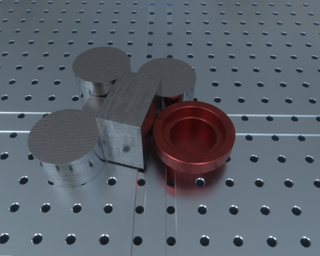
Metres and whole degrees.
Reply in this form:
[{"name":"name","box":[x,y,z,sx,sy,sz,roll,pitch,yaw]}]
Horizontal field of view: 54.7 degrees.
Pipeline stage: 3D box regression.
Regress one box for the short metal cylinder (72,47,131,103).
[{"name":"short metal cylinder","box":[-0.082,-0.074,0.453,0.080,0.050,0.080,0,50,0]}]

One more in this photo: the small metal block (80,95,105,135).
[{"name":"small metal block","box":[-0.079,-0.014,0.418,0.050,0.025,0.050,12,51,9]}]

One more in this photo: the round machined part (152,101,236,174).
[{"name":"round machined part","box":[0.040,0.015,0.384,0.099,0.042,0.098,0,50,0]}]

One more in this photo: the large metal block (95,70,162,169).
[{"name":"large metal block","box":[-0.033,-0.010,0.376,0.050,0.080,0.080,12,51,10]}]

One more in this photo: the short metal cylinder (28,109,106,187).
[{"name":"short metal cylinder","box":[-0.108,0.023,0.371,0.080,0.050,0.080,0,50,0]}]

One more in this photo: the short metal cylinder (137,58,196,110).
[{"name":"short metal cylinder","box":[0.009,-0.054,0.436,0.080,0.050,0.080,0,50,0]}]
